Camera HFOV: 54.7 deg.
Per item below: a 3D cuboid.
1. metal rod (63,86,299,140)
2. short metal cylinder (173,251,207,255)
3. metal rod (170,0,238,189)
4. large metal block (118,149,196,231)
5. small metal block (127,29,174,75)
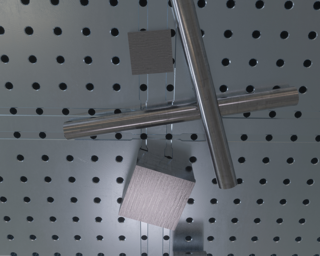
[{"bbox_3d":[0.025,-0.019,0.406,0.302,0.025,0.025,-9,110,3],"label":"metal rod"},{"bbox_3d":[0.046,0.229,0.469,0.050,0.080,0.079,0,110,0],"label":"short metal cylinder"},{"bbox_3d":[0.047,-0.067,0.368,0.025,0.025,0.298,-15,102,5],"label":"metal rod"},{"bbox_3d":[-0.005,0.085,0.431,0.080,0.050,0.079,18,109,-7],"label":"large metal block"},{"bbox_3d":[-0.011,-0.094,0.379,0.050,0.025,0.050,-4,110,1],"label":"small metal block"}]
